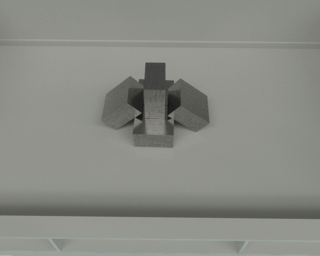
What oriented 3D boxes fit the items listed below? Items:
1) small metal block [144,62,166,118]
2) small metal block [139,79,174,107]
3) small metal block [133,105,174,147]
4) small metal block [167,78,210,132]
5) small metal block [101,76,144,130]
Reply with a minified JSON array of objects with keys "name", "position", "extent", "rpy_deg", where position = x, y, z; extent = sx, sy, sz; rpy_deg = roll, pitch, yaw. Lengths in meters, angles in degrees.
[{"name":"small metal block","position":[-0.006,-0.047,0.393],"extent":[0.025,0.050,0.050],"rpy_deg":[1,50,0]},{"name":"small metal block","position":[-0.006,-0.042,0.437],"extent":[0.050,0.025,0.050],"rpy_deg":[2,50,1]},{"name":"small metal block","position":[-0.007,-0.003,0.405],"extent":[0.050,0.025,0.050],"rpy_deg":[2,50,2]},{"name":"small metal block","position":[0.038,-0.030,0.413],"extent":[0.050,0.025,0.050],"rpy_deg":[29,44,-28]},{"name":"small metal block","position":[-0.049,-0.033,0.412],"extent":[0.050,0.025,0.050],"rpy_deg":[-30,41,32]}]
